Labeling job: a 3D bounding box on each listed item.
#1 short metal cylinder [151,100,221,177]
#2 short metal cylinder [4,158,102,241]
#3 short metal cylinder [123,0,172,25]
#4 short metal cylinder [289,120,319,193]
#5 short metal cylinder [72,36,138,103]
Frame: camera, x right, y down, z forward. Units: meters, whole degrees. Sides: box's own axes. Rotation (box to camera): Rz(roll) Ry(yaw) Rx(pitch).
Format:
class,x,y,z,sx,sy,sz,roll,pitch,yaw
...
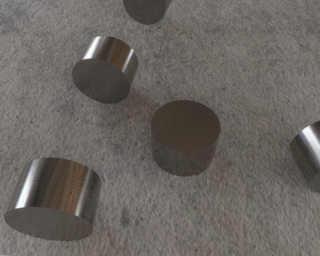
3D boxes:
class,x,y,z,sx,sy,sz,roll,pitch,yaw
short metal cylinder,0.030,0.012,0.378,0.081,0.050,0.080,0,50,0
short metal cylinder,-0.102,0.072,0.305,0.081,0.080,0.050,2,50,1
short metal cylinder,-0.021,-0.239,0.568,0.080,0.080,0.050,13,51,10
short metal cylinder,0.195,0.030,0.345,0.081,0.080,0.050,-7,51,-7
short metal cylinder,-0.075,-0.080,0.434,0.080,0.080,0.050,9,51,7
